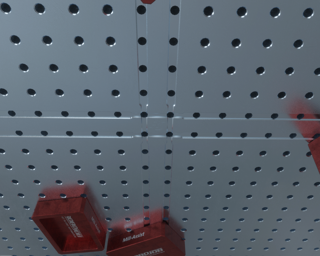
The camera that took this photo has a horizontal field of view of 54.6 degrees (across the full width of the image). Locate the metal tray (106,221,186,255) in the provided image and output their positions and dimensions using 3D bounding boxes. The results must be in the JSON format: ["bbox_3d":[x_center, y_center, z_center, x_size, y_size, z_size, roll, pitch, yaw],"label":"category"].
[{"bbox_3d":[-0.027,0.234,0.607,0.130,0.030,0.090,-24,127,19],"label":"metal tray"}]

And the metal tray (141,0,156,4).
[{"bbox_3d":[-0.019,-0.182,0.252,0.090,0.030,0.130,-32,123,24],"label":"metal tray"}]

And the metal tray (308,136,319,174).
[{"bbox_3d":[0.272,0.070,0.428,0.131,0.090,0.030,26,130,-21],"label":"metal tray"}]

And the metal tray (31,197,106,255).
[{"bbox_3d":[-0.159,0.179,0.559,0.090,0.030,0.129,-7,130,6],"label":"metal tray"}]
